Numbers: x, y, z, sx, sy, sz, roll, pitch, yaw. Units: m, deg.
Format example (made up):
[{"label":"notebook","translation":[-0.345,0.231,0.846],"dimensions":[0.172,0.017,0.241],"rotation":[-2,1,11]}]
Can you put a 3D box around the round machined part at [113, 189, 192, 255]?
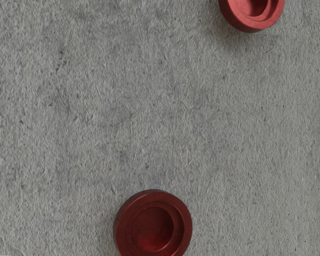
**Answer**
[{"label":"round machined part","translation":[-0.012,0.126,0.396],"dimensions":[0.099,0.042,0.097],"rotation":[0,90,-20]}]

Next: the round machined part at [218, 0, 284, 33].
[{"label":"round machined part","translation":[0.125,-0.185,0.446],"dimensions":[0.099,0.042,0.097],"rotation":[0,90,-20]}]
